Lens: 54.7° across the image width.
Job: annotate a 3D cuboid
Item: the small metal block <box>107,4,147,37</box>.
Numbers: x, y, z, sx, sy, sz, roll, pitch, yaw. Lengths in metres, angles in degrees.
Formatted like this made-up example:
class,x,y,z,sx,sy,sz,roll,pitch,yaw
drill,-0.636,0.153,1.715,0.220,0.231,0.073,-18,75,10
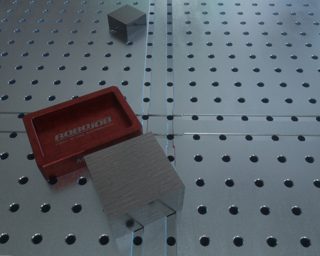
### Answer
class,x,y,z,sx,sy,sz,roll,pitch,yaw
small metal block,-0.061,-0.201,0.576,0.050,0.025,0.050,35,58,25

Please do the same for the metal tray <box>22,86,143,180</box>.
class,x,y,z,sx,sy,sz,roll,pitch,yaw
metal tray,-0.099,0.001,0.402,0.131,0.030,0.090,-22,53,-17

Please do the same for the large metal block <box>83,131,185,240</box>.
class,x,y,z,sx,sy,sz,roll,pitch,yaw
large metal block,-0.028,0.061,0.340,0.081,0.050,0.080,-20,53,-16
